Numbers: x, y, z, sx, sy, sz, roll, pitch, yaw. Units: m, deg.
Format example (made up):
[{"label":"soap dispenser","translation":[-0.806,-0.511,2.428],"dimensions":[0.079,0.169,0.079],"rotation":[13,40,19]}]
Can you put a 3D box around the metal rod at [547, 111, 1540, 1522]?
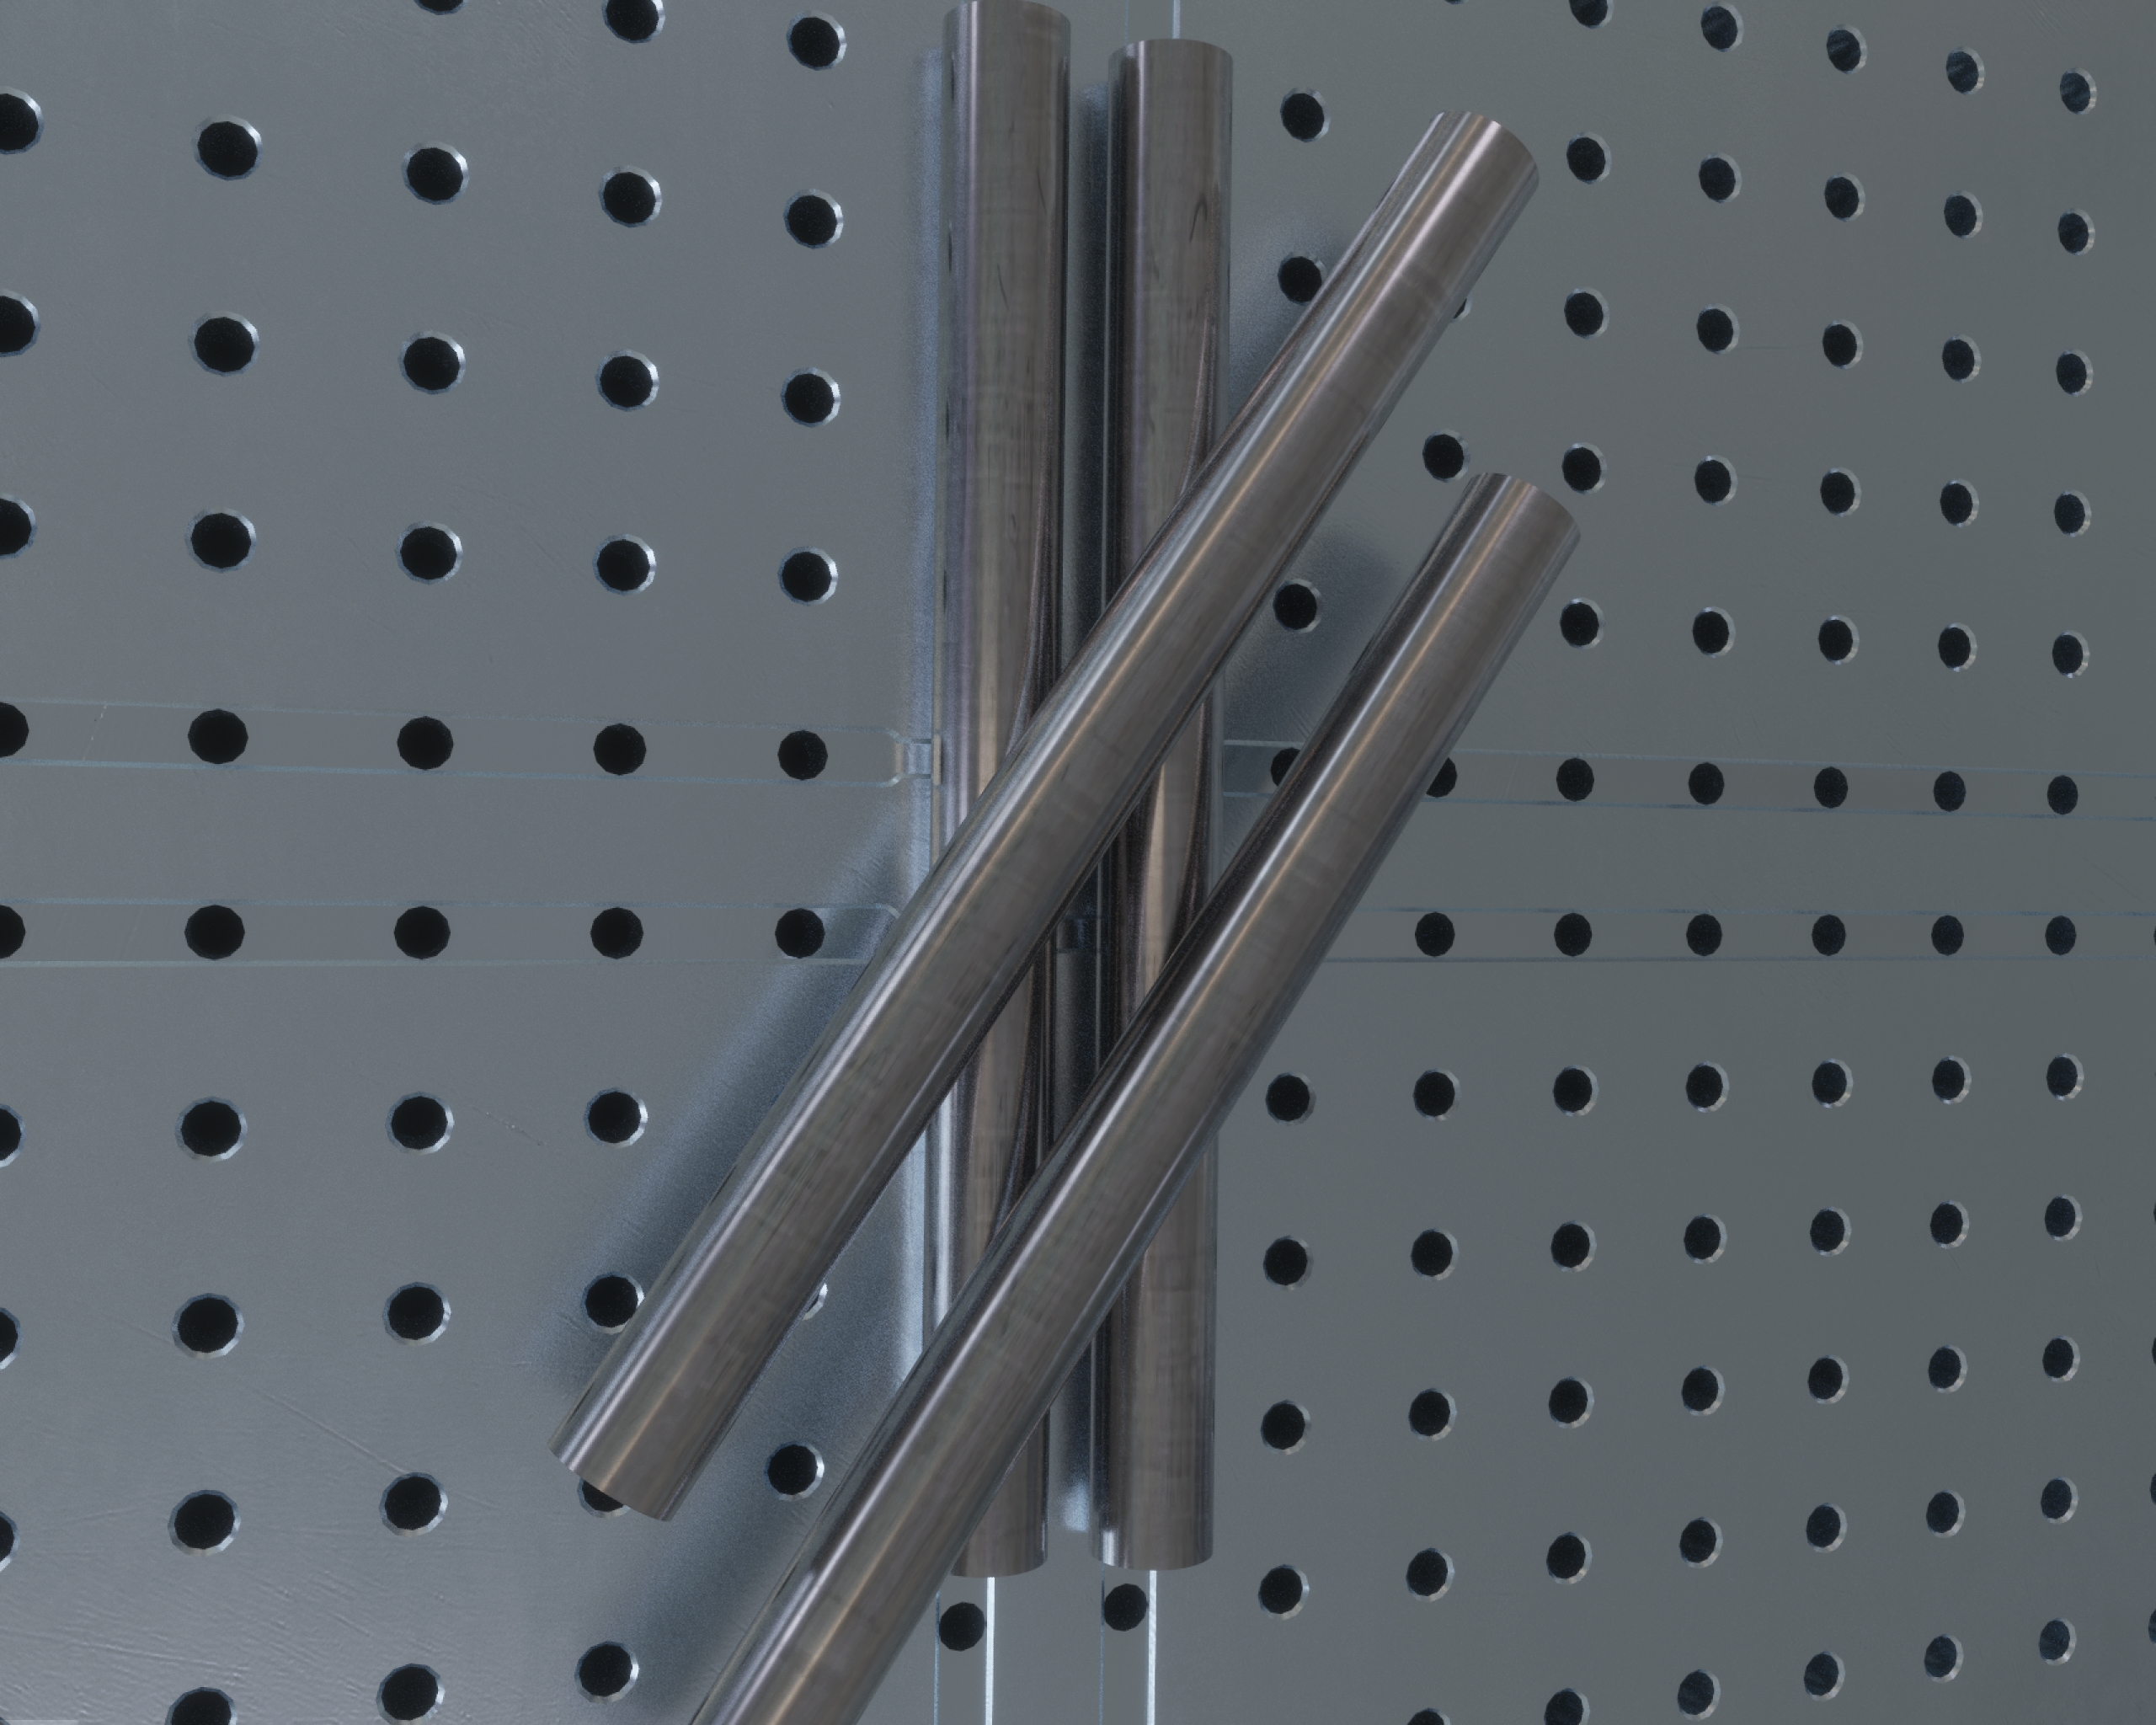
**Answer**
[{"label":"metal rod","translation":[0.000,-0.017,0.387],"dimensions":[0.025,0.025,0.300],"rotation":[37,78,-17]}]

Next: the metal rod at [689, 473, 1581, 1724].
[{"label":"metal rod","translation":[0.010,0.053,0.389],"dimensions":[0.025,0.025,0.300],"rotation":[36,78,-17]}]

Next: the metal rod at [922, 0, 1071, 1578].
[{"label":"metal rod","translation":[-0.016,-0.014,0.407],"dimensions":[0.025,0.025,0.298],"rotation":[1,90,-20]}]

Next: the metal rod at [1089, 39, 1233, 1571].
[{"label":"metal rod","translation":[0.017,-0.011,0.419],"dimensions":[0.025,0.025,0.298],"rotation":[1,90,-20]}]
